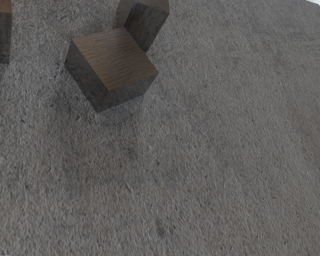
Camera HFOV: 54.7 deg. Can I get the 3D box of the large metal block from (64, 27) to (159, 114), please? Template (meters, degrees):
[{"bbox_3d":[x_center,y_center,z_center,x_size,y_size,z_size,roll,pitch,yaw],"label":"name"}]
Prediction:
[{"bbox_3d":[-0.063,-0.076,0.400,0.081,0.050,0.080,-28,77,-37],"label":"large metal block"}]

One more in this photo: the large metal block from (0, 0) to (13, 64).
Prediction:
[{"bbox_3d":[-0.195,-0.129,0.342,0.050,0.080,0.080,-2,63,-29],"label":"large metal block"}]

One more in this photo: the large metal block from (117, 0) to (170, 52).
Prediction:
[{"bbox_3d":[-0.028,-0.175,0.460,0.050,0.080,0.080,11,57,-23],"label":"large metal block"}]
